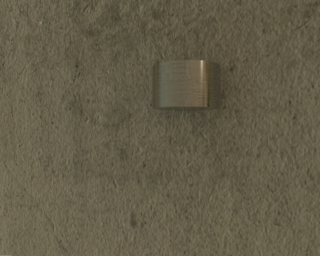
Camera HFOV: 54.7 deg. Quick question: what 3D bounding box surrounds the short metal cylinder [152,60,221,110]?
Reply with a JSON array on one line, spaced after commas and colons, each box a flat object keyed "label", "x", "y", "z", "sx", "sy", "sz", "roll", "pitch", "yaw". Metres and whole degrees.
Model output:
[{"label": "short metal cylinder", "x": 0.031, "y": -0.048, "z": 0.368, "sx": 0.080, "sy": 0.080, "sz": 0.050, "roll": 0, "pitch": 90, "yaw": 19}]
